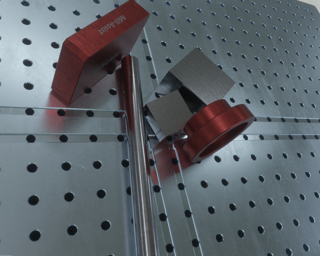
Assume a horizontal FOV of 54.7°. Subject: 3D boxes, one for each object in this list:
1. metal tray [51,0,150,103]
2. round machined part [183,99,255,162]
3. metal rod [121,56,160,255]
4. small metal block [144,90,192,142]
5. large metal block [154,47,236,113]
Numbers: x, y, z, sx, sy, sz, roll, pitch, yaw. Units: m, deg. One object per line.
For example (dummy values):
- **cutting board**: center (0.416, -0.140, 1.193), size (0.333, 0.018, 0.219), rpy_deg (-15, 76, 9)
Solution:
- **metal tray**: center (-0.073, -0.097, 0.387), size (0.030, 0.090, 0.131), rpy_deg (40, 51, -1)
- **round machined part**: center (0.070, 0.000, 0.401), size (0.099, 0.097, 0.042), rpy_deg (-21, 68, -36)
- **metal rod**: center (-0.026, 0.036, 0.373), size (0.025, 0.025, 0.299), rpy_deg (7, 59, -25)
- **small metal block**: center (0.012, -0.017, 0.416), size (0.050, 0.025, 0.050), rpy_deg (-26, 82, -22)
- **large metal block**: center (0.052, -0.061, 0.460), size (0.080, 0.050, 0.080), rpy_deg (43, 51, 1)
